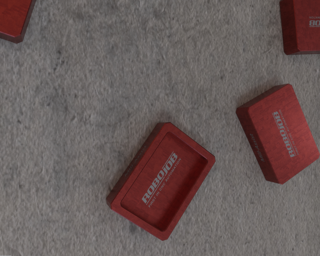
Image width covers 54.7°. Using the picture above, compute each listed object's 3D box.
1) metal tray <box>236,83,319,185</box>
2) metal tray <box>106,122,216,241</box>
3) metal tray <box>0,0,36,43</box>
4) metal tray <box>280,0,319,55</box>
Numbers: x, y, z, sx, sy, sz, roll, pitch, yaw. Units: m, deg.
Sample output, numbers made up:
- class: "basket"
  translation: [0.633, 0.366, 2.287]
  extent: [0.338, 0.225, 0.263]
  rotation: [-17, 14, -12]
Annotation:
- class: "metal tray"
  translation: [0.183, 0.009, 0.476]
  extent: [0.091, 0.030, 0.129]
  rotation: [-29, 100, -18]
- class: "metal tray"
  translation: [0.003, 0.068, 0.408]
  extent: [0.090, 0.030, 0.130]
  rotation: [37, 78, -17]
- class: "metal tray"
  translation: [-0.181, -0.171, 0.339]
  extent: [0.091, 0.030, 0.129]
  rotation: [17, 84, -20]
- class: "metal tray"
  translation: [0.261, -0.169, 0.505]
  extent: [0.131, 0.030, 0.089]
  rotation: [-7, 93, -20]
